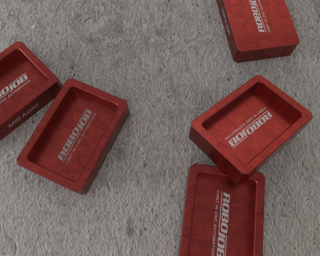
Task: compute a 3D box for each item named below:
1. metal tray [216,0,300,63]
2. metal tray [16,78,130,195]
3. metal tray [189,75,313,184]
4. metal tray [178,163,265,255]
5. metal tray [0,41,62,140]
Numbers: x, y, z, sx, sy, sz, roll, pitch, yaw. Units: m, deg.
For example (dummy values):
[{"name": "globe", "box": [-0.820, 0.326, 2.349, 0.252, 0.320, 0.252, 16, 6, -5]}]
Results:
[{"name": "metal tray", "box": [0.143, -0.167, 0.467, 0.091, 0.030, 0.130, -9, 70, -3]}, {"name": "metal tray", "box": [-0.108, 0.009, 0.401, 0.090, 0.030, 0.130, 23, 71, 8]}, {"name": "metal tray", "box": [0.113, -0.003, 0.388, 0.131, 0.030, 0.090, -35, 65, -22]}, {"name": "metal tray", "box": [0.072, 0.113, 0.364, 0.091, 0.030, 0.130, 8, 70, 3]}, {"name": "metal tray", "box": [-0.212, -0.047, 0.420, 0.130, 0.030, 0.090, -42, 76, -14]}]
